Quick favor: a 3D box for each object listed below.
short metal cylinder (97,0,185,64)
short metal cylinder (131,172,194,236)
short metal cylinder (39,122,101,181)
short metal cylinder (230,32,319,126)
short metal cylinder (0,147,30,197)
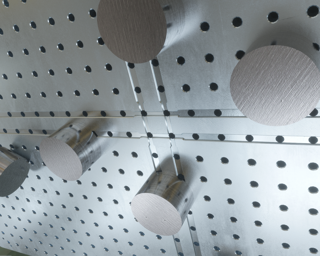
[{"bbox_3d":[-0.019,-0.116,0.334,0.080,0.050,0.079,13,124,21],"label":"short metal cylinder"},{"bbox_3d":[0.004,0.113,0.463,0.080,0.050,0.079,13,124,21],"label":"short metal cylinder"},{"bbox_3d":[-0.142,0.037,0.493,0.080,0.050,0.079,13,124,21],"label":"short metal cylinder"},{"bbox_3d":[0.115,-0.049,0.304,0.080,0.050,0.079,13,124,21],"label":"short metal cylinder"},{"bbox_3d":[-0.295,0.082,0.582,0.050,0.080,0.079,25,128,12],"label":"short metal cylinder"}]
